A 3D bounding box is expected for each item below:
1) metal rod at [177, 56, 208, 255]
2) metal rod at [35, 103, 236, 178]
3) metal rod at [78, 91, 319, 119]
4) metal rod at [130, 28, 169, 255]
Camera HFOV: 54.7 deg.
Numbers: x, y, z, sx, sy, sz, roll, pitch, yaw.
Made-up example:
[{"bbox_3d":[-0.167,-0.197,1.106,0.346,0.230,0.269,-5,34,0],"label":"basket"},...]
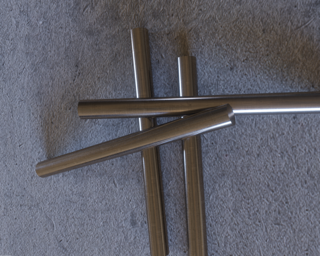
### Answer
[{"bbox_3d":[0.042,0.060,0.393,0.025,0.025,0.298,-4,89,19],"label":"metal rod"},{"bbox_3d":[-0.051,0.024,0.402,0.300,0.025,0.025,-17,85,27],"label":"metal rod"},{"bbox_3d":[0.049,-0.026,0.366,0.301,0.025,0.025,-1,90,10],"label":"metal rod"},{"bbox_3d":[-0.014,0.017,0.413,0.025,0.025,0.298,-6,88,19],"label":"metal rod"}]
